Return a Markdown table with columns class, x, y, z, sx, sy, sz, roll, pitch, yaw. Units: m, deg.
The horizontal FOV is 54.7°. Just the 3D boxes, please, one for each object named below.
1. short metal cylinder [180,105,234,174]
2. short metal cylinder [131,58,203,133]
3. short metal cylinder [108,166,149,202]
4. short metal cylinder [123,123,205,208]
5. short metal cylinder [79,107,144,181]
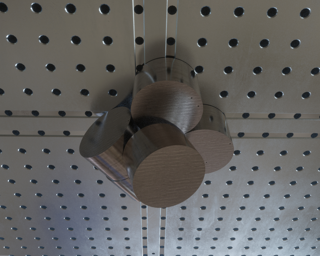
| class | x | y | z | sx | sy | sz | roll | pitch | yaw |
| --- | --- | --- | --- | --- | --- | --- | --- | --- | --- |
| short metal cylinder | 0.053 | 0.016 | 0.408 | 0.081 | 0.050 | 0.079 | 0 | 130 | 0 |
| short metal cylinder | 0.008 | -0.035 | 0.364 | 0.081 | 0.050 | 0.079 | 0 | 130 | 0 |
| short metal cylinder | -0.027 | 0.052 | 0.419 | 0.080 | 0.080 | 0.050 | -27 | 125 | 20 |
| short metal cylinder | 0.003 | 0.041 | 0.346 | 0.081 | 0.050 | 0.079 | -9 | 119 | -16 |
| short metal cylinder | -0.054 | 0.019 | 0.391 | 0.080 | 0.080 | 0.050 | -27 | 125 | 21 |
